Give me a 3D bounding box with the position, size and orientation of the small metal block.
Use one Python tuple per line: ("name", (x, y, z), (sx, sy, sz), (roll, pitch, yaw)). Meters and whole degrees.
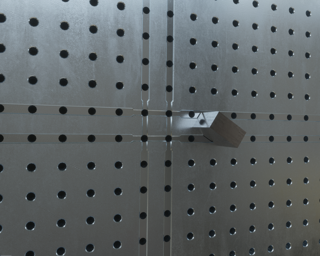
("small metal block", (0.081, 0.002, 0.429), (0.050, 0.050, 0.025), (35, 79, -17))
